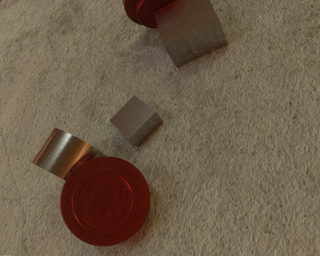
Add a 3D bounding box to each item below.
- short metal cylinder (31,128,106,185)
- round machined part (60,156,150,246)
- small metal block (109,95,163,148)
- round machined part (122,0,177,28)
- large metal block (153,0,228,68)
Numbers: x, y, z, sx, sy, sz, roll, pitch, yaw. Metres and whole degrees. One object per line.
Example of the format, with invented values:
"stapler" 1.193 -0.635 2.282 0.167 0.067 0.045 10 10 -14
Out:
"short metal cylinder" -0.116 0.042 0.402 0.080 0.080 0.050 17 71 34
"round machined part" -0.060 0.080 0.342 0.099 0.042 0.098 2 77 -8
"small metal block" -0.033 -0.010 0.426 0.050 0.025 0.050 -46 52 -5
"round machined part" -0.007 -0.194 0.479 0.098 0.098 0.042 -23 63 14
"large metal block" 0.043 -0.147 0.454 0.080 0.050 0.080 -23 53 14
